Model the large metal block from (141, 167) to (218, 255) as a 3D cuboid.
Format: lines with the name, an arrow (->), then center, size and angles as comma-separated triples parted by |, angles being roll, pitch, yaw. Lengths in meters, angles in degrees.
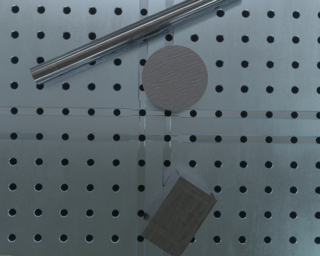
large metal block -> 0.021, 0.100, 0.386 | 0.050, 0.080, 0.080 | 34, 90, -1

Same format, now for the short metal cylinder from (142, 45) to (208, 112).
short metal cylinder -> 0.018, -0.061, 0.401 | 0.081, 0.050, 0.079 | 0, 90, -1

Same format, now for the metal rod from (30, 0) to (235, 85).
metal rod -> -0.027, -0.129, 0.412 | 0.301, 0.025, 0.025 | -24, 90, -1
